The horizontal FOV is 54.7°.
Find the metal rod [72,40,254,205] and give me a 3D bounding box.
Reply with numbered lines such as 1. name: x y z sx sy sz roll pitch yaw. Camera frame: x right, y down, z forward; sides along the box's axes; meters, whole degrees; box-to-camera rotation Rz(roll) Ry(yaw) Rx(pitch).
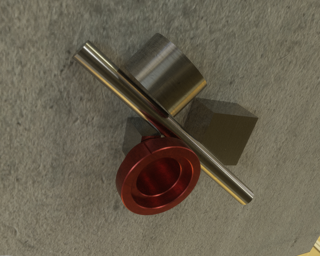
1. metal rod: 0.021 0.009 0.379 0.025 0.025 0.300 -47 115 4

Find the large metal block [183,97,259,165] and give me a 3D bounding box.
1. large metal block: 0.080 0.006 0.442 0.081 0.050 0.079 4 116 -31

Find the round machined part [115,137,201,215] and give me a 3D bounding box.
1. round machined part: -0.005 0.051 0.364 0.099 0.042 0.097 -14 126 -20

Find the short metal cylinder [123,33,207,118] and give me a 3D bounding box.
1. short metal cylinder: 0.005 -0.057 0.342 0.050 0.080 0.080 -45 130 2

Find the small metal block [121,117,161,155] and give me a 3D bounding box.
1. small metal block: -0.025 0.019 0.392 0.025 0.050 0.050 -2 120 -28
